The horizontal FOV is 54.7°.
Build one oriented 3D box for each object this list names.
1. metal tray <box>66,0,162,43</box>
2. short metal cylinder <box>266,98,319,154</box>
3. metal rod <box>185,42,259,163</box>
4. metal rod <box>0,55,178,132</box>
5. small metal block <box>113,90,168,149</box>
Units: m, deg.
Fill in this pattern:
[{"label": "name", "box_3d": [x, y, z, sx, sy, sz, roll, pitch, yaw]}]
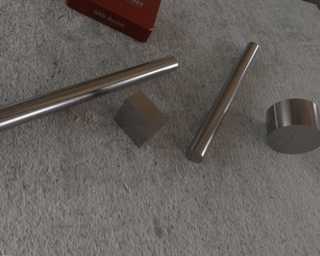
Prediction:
[{"label": "metal tray", "box_3d": [-0.068, -0.199, 0.486, 0.131, 0.030, 0.090, 22, 53, -15]}, {"label": "short metal cylinder", "box_3d": [0.209, -0.001, 0.484, 0.080, 0.080, 0.050, 22, 53, -15]}, {"label": "metal rod", "box_3d": [0.111, -0.059, 0.501, 0.025, 0.025, 0.301, 38, 51, -4]}, {"label": "metal rod", "box_3d": [-0.090, -0.046, 0.384, 0.302, 0.025, 0.025, -26, 76, -37]}, {"label": "small metal block", "box_3d": [-0.025, -0.010, 0.382, 0.050, 0.050, 0.025, 49, 51, 5]}]
